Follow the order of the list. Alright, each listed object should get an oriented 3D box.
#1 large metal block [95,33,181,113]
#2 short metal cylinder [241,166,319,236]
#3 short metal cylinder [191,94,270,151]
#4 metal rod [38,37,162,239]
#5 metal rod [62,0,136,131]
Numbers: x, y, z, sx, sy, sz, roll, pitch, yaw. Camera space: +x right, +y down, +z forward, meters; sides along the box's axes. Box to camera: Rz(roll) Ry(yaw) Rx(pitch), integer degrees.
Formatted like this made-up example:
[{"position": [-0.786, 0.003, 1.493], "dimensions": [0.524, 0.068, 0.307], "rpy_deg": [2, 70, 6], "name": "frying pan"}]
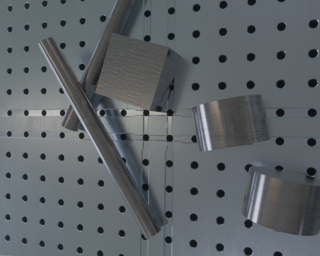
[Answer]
[{"position": [-0.028, -0.071, 0.409], "dimensions": [0.080, 0.050, 0.080], "rpy_deg": [19, 96, 19], "name": "large metal block"}, {"position": [0.134, 0.076, 0.336], "dimensions": [0.080, 0.080, 0.050], "rpy_deg": [11, 94, 19], "name": "short metal cylinder"}, {"position": [0.080, -0.005, 0.355], "dimensions": [0.080, 0.080, 0.050], "rpy_deg": [-11, 86, 19], "name": "short metal cylinder"}, {"position": [-0.083, 0.011, 0.422], "dimensions": [0.025, 0.025, 0.299], "rpy_deg": [-30, 87, 17], "name": "metal rod"}, {"position": [-0.069, -0.133, 0.436], "dimensions": [0.025, 0.025, 0.298], "rpy_deg": [29, 99, 17], "name": "metal rod"}]
